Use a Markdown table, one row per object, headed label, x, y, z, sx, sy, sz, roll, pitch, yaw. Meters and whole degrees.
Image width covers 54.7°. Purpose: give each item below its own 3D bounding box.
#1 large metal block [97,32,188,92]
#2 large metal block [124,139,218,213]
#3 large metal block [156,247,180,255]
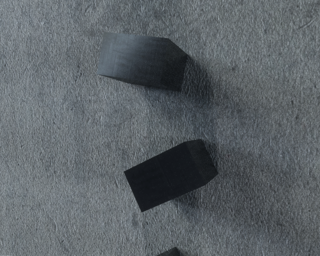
| label | x | y | z | sx | sy | sz | roll | pitch | yaw |
| --- | --- | --- | --- | --- | --- | --- | --- | --- | --- |
| large metal block | -0.019 | -0.080 | 0.386 | 0.080 | 0.080 | 0.050 | 12 | 94 | 19 |
| large metal block | 0.017 | 0.054 | 0.374 | 0.080 | 0.080 | 0.050 | -28 | 81 | 18 |
| large metal block | 0.006 | 0.206 | 0.378 | 0.050 | 0.080 | 0.080 | -32 | 80 | 17 |
